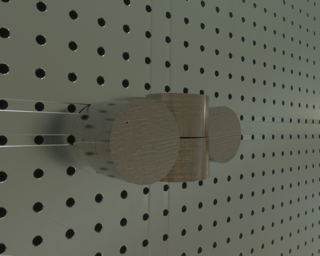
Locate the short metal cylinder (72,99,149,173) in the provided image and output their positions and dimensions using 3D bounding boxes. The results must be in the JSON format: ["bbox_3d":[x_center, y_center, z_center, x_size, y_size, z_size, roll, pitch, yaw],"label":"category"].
[{"bbox_3d":[-0.050,0.009,0.350,0.081,0.050,0.079,0,90,-40],"label":"short metal cylinder"}]

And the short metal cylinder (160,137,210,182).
[{"bbox_3d":[0.022,0.036,0.391,0.081,0.080,0.050,-2,91,-40],"label":"short metal cylinder"}]

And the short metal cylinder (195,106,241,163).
[{"bbox_3d":[0.074,0.009,0.453,0.081,0.050,0.079,0,90,-40],"label":"short metal cylinder"}]

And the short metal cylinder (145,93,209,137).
[{"bbox_3d":[0.021,-0.015,0.391,0.081,0.080,0.050,1,90,-40],"label":"short metal cylinder"}]

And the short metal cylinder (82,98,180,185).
[{"bbox_3d":[-0.027,0.012,0.303,0.081,0.050,0.079,0,90,-40],"label":"short metal cylinder"}]
